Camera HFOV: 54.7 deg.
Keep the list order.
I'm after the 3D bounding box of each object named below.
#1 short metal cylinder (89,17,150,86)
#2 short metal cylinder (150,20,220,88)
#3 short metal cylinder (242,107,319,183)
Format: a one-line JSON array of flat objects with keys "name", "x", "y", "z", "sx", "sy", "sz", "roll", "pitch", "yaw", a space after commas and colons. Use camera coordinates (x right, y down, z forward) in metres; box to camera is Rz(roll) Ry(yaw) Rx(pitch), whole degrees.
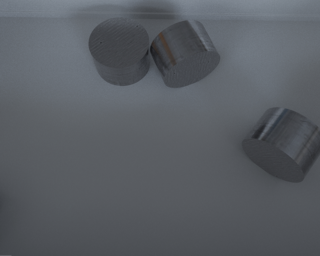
[{"name": "short metal cylinder", "x": -0.054, "y": -0.106, "z": 0.435, "sx": 0.081, "sy": 0.050, "sz": 0.080, "roll": 0, "pitch": 70, "yaw": 0}, {"name": "short metal cylinder", "x": 0.033, "y": -0.097, "z": 0.416, "sx": 0.080, "sy": 0.080, "sz": 0.050, "roll": -21, "pitch": 72, "yaw": -7}, {"name": "short metal cylinder", "x": 0.148, "y": 0.021, "z": 0.374, "sx": 0.080, "sy": 0.080, "sz": 0.050, "roll": 37, "pitch": 74, "yaw": 12}]
